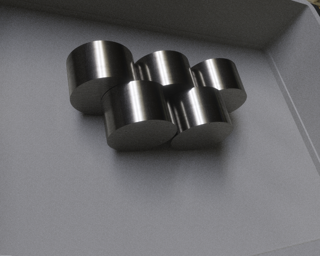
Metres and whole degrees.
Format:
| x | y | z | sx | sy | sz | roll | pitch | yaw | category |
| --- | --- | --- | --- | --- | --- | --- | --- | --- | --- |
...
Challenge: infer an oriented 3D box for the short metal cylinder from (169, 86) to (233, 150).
| x | y | z | sx | sy | sz | roll | pitch | yaw | category |
| --- | --- | --- | --- | --- | --- | --- | --- | --- | --- |
| 0.048 | -0.010 | 0.400 | 0.081 | 0.080 | 0.050 | 1 | 62 | -28 | short metal cylinder |

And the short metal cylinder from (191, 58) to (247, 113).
| x | y | z | sx | sy | sz | roll | pitch | yaw | category |
| --- | --- | --- | --- | --- | --- | --- | --- | --- | --- |
| 0.077 | -0.054 | 0.442 | 0.081 | 0.080 | 0.050 | 2 | 61 | -28 | short metal cylinder |

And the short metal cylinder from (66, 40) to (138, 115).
| x | y | z | sx | sy | sz | roll | pitch | yaw | category |
| --- | --- | --- | --- | --- | --- | --- | --- | --- | --- |
| -0.067 | -0.057 | 0.367 | 0.081 | 0.080 | 0.050 | 1 | 62 | -28 | short metal cylinder |

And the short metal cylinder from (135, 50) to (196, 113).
| x | y | z | sx | sy | sz | roll | pitch | yaw | category |
| --- | --- | --- | --- | --- | --- | --- | --- | --- | --- |
| 0.005 | -0.055 | 0.404 | 0.081 | 0.080 | 0.050 | 1 | 62 | -28 | short metal cylinder |

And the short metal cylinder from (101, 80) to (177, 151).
| x | y | z | sx | sy | sz | roll | pitch | yaw | category |
| --- | --- | --- | --- | --- | --- | --- | --- | --- | --- |
| -0.025 | -0.012 | 0.362 | 0.081 | 0.080 | 0.050 | 1 | 62 | -28 | short metal cylinder |
